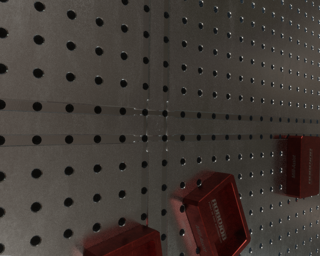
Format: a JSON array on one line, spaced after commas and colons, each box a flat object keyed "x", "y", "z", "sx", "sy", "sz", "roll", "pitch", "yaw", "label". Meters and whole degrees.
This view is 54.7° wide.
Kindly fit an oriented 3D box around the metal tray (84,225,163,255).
[{"x": -0.037, "y": 0.197, "z": 0.377, "sx": 0.091, "sy": 0.030, "sz": 0.129, "roll": -12, "pitch": 98, "yaw": -40, "label": "metal tray"}]

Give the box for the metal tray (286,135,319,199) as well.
[{"x": 0.313, "y": 0.082, "z": 0.673, "sx": 0.091, "sy": 0.030, "sz": 0.129, "roll": 3, "pitch": 88, "yaw": -40, "label": "metal tray"}]

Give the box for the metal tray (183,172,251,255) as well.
[{"x": 0.093, "y": 0.147, "z": 0.486, "sx": 0.091, "sy": 0.030, "sz": 0.129, "roll": -30, "pitch": 109, "yaw": -36, "label": "metal tray"}]
